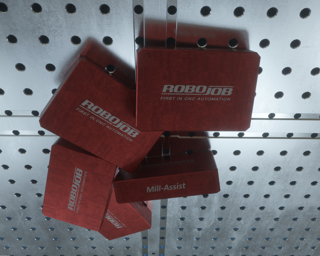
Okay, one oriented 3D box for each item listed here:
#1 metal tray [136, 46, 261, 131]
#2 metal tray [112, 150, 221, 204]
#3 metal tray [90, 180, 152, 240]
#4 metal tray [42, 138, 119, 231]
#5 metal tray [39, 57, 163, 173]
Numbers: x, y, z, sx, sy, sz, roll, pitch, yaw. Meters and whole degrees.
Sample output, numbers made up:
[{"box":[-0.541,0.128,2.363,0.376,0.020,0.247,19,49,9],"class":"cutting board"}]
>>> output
[{"box":[0.039,-0.043,0.347,0.131,0.030,0.089,0,111,-7],"class":"metal tray"},{"box":[0.011,0.064,0.421,0.131,0.090,0.030,-8,101,6],"class":"metal tray"},{"box":[-0.083,0.137,0.524,0.090,0.030,0.130,-22,127,17],"class":"metal tray"},{"box":[-0.115,0.082,0.448,0.090,0.030,0.129,17,116,-1],"class":"metal tray"},{"box":[-0.063,-0.013,0.374,0.130,0.030,0.090,33,98,-25],"class":"metal tray"}]
